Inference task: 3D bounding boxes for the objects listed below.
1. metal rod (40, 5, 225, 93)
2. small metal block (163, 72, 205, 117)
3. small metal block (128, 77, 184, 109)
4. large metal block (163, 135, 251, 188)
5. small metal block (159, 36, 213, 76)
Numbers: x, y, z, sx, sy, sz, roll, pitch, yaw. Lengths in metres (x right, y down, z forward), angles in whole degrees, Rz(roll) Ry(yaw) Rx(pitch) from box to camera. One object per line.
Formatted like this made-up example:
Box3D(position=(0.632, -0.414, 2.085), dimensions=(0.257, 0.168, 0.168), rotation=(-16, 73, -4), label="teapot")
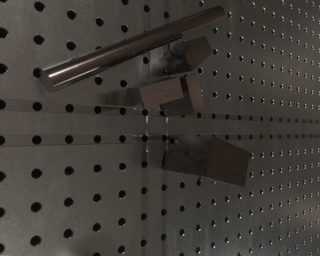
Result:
Box3D(position=(-0.011, -0.114, 0.401), dimensions=(0.302, 0.025, 0.025), rotation=(-33, 111, -35), label="metal rod")
Box3D(position=(0.028, -0.044, 0.416), dimensions=(0.025, 0.050, 0.050), rotation=(-29, 109, -45), label="small metal block")
Box3D(position=(-0.006, -0.044, 0.380), dimensions=(0.050, 0.050, 0.025), rotation=(-19, 103, -17), label="small metal block")
Box3D(position=(0.065, 0.046, 0.430), dimensions=(0.080, 0.080, 0.050), rotation=(21, 77, -38), label="large metal block")
Box3D(position=(0.035, -0.099, 0.425), dimensions=(0.050, 0.050, 0.025), rotation=(-45, 118, -31), label="small metal block")
